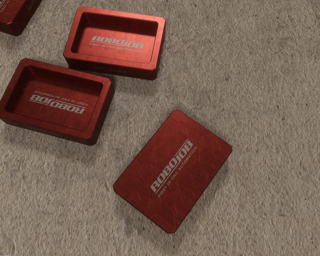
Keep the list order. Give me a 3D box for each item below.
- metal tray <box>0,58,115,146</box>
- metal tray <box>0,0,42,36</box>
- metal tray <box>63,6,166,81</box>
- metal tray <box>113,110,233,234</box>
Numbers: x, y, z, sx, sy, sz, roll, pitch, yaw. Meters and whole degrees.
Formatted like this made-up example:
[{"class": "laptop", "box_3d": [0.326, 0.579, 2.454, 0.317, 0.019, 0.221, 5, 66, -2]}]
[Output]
[{"class": "metal tray", "box_3d": [-0.137, -0.036, 0.416, 0.131, 0.030, 0.090, 14, 70, 5]}, {"class": "metal tray", "box_3d": [-0.234, -0.213, 0.480, 0.090, 0.030, 0.130, 19, 71, 6]}, {"class": "metal tray", "box_3d": [-0.063, -0.123, 0.449, 0.131, 0.030, 0.090, 9, 70, 3]}, {"class": "metal tray", "box_3d": [0.017, 0.052, 0.387, 0.090, 0.030, 0.130, 36, 73, 11]}]
